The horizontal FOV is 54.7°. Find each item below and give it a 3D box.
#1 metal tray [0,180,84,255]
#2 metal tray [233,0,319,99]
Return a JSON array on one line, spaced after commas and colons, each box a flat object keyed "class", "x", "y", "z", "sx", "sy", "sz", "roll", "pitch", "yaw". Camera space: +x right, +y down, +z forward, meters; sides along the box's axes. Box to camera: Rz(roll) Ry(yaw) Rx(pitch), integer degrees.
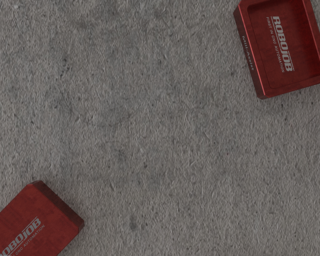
[{"class": "metal tray", "x": -0.177, "y": 0.145, "z": 0.406, "sx": 0.090, "sy": 0.030, "sz": 0.130, "roll": 44, "pitch": 90, "yaw": 0}, {"class": "metal tray", "x": 0.160, "y": -0.111, "z": 0.408, "sx": 0.090, "sy": 0.030, "sz": 0.129, "roll": -16, "pitch": 90, "yaw": 0}]
